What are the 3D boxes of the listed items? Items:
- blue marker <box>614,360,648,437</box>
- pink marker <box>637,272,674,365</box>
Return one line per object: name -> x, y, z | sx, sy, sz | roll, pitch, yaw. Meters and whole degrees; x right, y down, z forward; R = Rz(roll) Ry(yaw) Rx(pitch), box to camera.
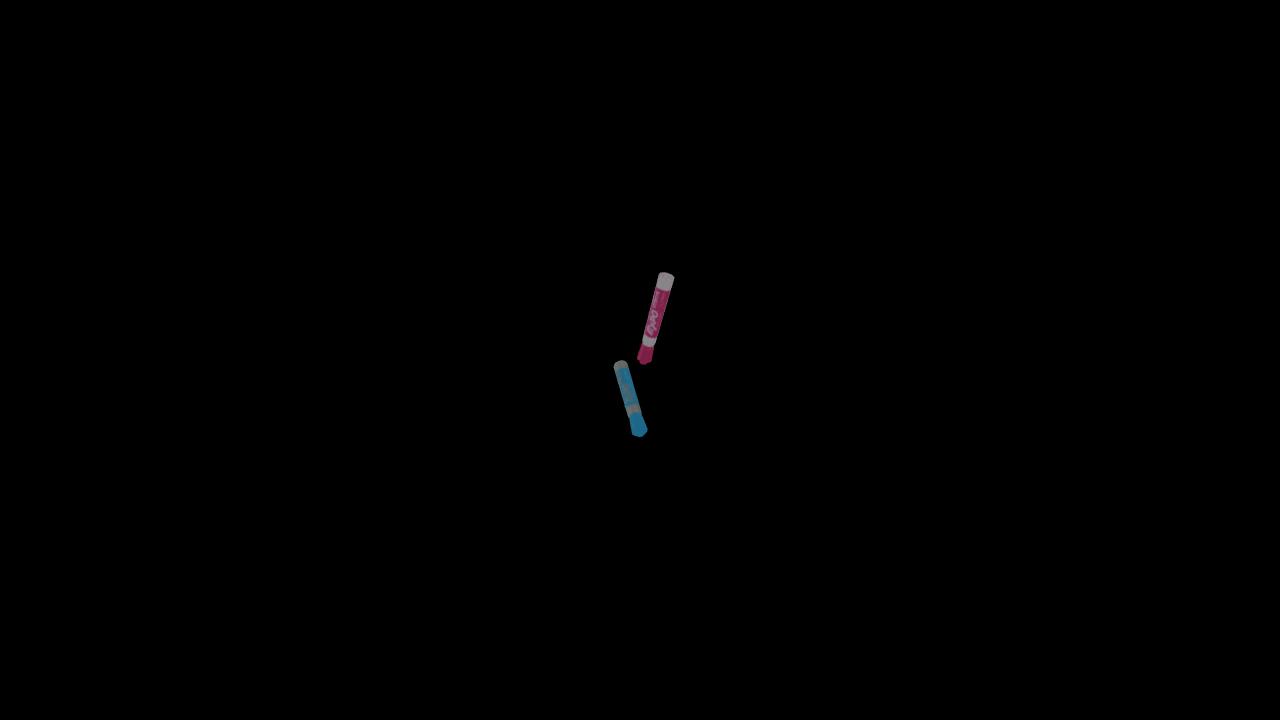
blue marker -> -0.012, 0.046, 0.746 | 0.020, 0.020, 0.121 | 0, 40, -16
pink marker -> 0.017, -0.047, 0.738 | 0.020, 0.121, 0.020 | 11, 30, -7
